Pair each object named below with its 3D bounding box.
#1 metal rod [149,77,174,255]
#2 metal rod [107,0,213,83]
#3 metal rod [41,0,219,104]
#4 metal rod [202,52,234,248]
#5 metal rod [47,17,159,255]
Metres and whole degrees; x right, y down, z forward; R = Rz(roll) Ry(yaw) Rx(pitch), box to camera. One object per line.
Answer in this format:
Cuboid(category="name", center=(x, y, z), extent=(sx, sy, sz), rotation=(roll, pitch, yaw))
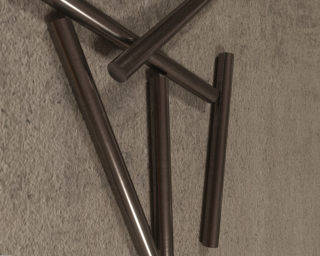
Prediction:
Cuboid(category="metal rod", center=(0.003, 0.084, 0.409), extent=(0.025, 0.025, 0.298), rotation=(-3, 92, -40))
Cuboid(category="metal rod", center=(0.033, -0.152, 0.411), extent=(0.301, 0.025, 0.025), rotation=(-51, 120, -36))
Cuboid(category="metal rod", center=(-0.029, -0.099, 0.382), extent=(0.302, 0.025, 0.025), rotation=(25, 74, -38))
Cuboid(category="metal rod", center=(0.091, 0.031, 0.483), extent=(0.025, 0.025, 0.298), rotation=(10, 84, -40))
Cuboid(category="metal rod", center=(-0.059, 0.027, 0.357), extent=(0.025, 0.025, 0.298), rotation=(-30, 109, -36))
